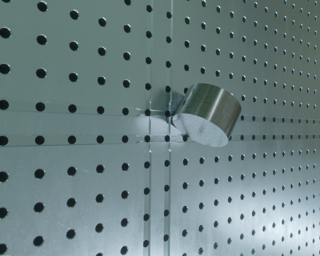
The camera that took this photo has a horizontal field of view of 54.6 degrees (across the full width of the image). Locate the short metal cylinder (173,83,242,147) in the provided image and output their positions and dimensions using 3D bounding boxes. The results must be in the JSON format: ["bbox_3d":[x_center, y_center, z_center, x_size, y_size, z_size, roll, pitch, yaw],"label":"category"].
[{"bbox_3d":[0.064,-0.016,0.426,0.080,0.080,0.050,42,65,-32],"label":"short metal cylinder"}]
